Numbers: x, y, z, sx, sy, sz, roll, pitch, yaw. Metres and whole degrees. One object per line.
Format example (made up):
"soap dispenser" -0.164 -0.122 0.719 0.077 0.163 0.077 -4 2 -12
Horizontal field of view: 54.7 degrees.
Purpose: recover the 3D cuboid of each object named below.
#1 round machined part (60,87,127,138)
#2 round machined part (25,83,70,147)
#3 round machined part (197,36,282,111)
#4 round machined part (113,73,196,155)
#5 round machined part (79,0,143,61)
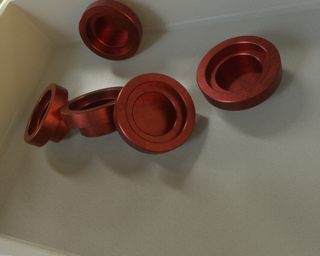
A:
"round machined part" -0.083 -0.021 0.430 0.098 0.042 0.098 -12 23 5
"round machined part" -0.164 -0.016 0.473 0.098 0.042 0.098 -33 43 38
"round machined part" 0.098 -0.062 0.381 0.098 0.042 0.098 -13 56 20
"round machined part" -0.009 -0.015 0.386 0.099 0.042 0.098 4 76 -17
"round machined part" -0.075 -0.160 0.497 0.098 0.098 0.042 -8 46 24
